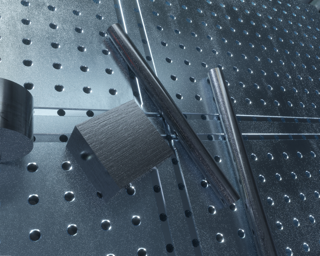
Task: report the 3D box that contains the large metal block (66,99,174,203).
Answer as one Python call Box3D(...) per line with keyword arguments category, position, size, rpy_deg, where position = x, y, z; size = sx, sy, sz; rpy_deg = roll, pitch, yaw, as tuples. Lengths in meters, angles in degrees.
Box3D(category="large metal block", position=(-0.046, 0.025, 0.354), size=(0.081, 0.050, 0.080), rpy_deg=(-30, 79, -38))

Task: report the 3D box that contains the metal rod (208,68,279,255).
Box3D(category="metal rod", position=(0.114, 0.039, 0.448), size=(0.025, 0.025, 0.299), rpy_deg=(5, 60, -26))

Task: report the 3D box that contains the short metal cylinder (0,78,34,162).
Box3D(category="short metal cylinder", position=(-0.162, -0.005, 0.289), size=(0.081, 0.080, 0.050), rpy_deg=(3, 60, -27))

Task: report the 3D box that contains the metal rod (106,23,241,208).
Box3D(category="metal rod", position=(0.013, -0.025, 0.431), size=(0.025, 0.025, 0.299), rpy_deg=(-25, 76, -37))
